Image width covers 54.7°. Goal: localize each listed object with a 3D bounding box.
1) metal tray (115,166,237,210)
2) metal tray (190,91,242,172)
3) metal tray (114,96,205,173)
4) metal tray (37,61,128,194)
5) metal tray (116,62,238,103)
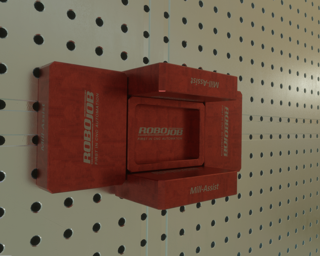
[{"bbox_3d":[0.022,0.068,0.386,0.131,0.090,0.030,1,90,-40],"label":"metal tray"},{"bbox_3d":[0.088,0.005,0.480,0.091,0.030,0.129,1,89,-41],"label":"metal tray"},{"bbox_3d":[0.004,0.008,0.408,0.131,0.030,0.089,1,90,-40],"label":"metal tray"},{"bbox_3d":[-0.082,0.000,0.338,0.091,0.030,0.129,1,89,-40],"label":"metal tray"},{"bbox_3d":[0.023,-0.052,0.388,0.131,0.090,0.030,1,90,-40],"label":"metal tray"}]
